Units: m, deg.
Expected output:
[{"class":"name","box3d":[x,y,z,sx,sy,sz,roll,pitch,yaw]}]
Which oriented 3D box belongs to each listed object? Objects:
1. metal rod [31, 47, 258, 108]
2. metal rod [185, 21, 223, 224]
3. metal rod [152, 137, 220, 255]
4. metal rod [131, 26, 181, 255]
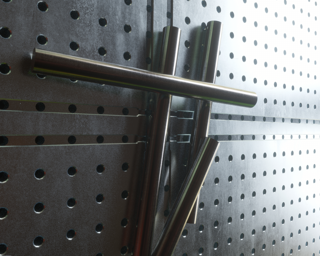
[{"class":"metal rod","box3d":[0.005,-0.054,0.381,0.302,0.025,0.025,5,87,-31]},{"class":"metal rod","box3d":[0.062,-0.013,0.459,0.025,0.025,0.299,15,80,-39]},{"class":"metal rod","box3d":[0.008,0.149,0.398,0.025,0.025,0.300,35,73,-34]},{"class":"metal rod","box3d":[-0.004,0.014,0.404,0.025,0.025,0.299,13,82,-39]}]
